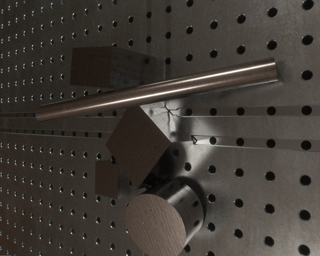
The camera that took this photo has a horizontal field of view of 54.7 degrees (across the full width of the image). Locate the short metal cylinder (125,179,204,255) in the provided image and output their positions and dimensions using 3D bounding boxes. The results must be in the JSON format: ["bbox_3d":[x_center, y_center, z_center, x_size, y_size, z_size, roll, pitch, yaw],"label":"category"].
[{"bbox_3d":[0.006,0.108,0.375,0.080,0.050,0.079,7,105,29],"label":"short metal cylinder"}]

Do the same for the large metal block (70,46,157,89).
[{"bbox_3d":[-0.063,-0.078,0.424,0.080,0.081,0.050,10,96,39],"label":"large metal block"}]

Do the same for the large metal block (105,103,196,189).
[{"bbox_3d":[-0.015,0.019,0.403,0.080,0.050,0.080,49,119,28],"label":"large metal block"}]

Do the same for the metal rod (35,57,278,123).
[{"bbox_3d":[-0.021,-0.039,0.367,0.301,0.025,0.025,-8,85,21],"label":"metal rod"}]

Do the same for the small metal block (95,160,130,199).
[{"bbox_3d":[-0.071,0.076,0.466,0.050,0.025,0.050,2,91,39],"label":"small metal block"}]
